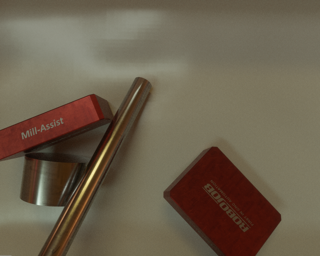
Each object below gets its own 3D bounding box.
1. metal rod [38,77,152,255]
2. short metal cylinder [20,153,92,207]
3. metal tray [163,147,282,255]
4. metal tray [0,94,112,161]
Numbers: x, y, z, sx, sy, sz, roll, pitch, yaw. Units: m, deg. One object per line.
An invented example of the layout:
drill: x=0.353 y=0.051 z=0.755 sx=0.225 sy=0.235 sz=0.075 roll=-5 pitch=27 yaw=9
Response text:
metal rod: x=-0.079 y=0.064 z=0.349 sx=0.025 sy=0.025 sz=0.300 roll=25 pitch=65 yaw=0
short metal cylinder: x=-0.126 y=0.061 z=0.382 sx=0.081 sy=0.080 sz=0.050 roll=7 pitch=90 yaw=-1
metal tray: x=0.080 y=0.100 z=0.395 sx=0.130 sy=0.030 sz=0.090 roll=47 pitch=69 yaw=0
metal tray: x=-0.126 y=0.000 z=0.377 sx=0.131 sy=0.090 sz=0.030 roll=-22 pitch=90 yaw=-1
